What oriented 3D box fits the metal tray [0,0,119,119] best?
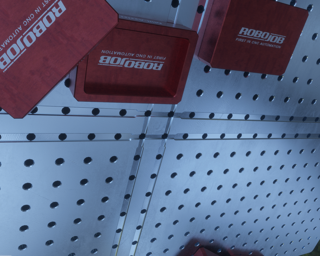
[{"bbox_3d":[-0.112,-0.083,0.272,0.130,0.030,0.090,-44,107,3],"label":"metal tray"}]

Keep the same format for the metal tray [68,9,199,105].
[{"bbox_3d":[-0.029,-0.074,0.345,0.131,0.030,0.089,-1,119,-28],"label":"metal tray"}]

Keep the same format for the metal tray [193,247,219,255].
[{"bbox_3d":[0.106,0.308,0.633,0.130,0.030,0.090,35,99,-24],"label":"metal tray"}]

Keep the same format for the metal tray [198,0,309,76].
[{"bbox_3d":[0.121,-0.119,0.399,0.131,0.030,0.089,0,118,-29],"label":"metal tray"}]
